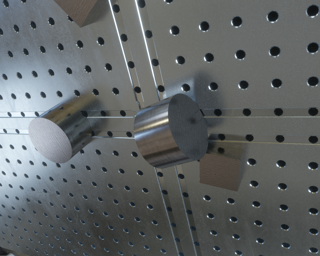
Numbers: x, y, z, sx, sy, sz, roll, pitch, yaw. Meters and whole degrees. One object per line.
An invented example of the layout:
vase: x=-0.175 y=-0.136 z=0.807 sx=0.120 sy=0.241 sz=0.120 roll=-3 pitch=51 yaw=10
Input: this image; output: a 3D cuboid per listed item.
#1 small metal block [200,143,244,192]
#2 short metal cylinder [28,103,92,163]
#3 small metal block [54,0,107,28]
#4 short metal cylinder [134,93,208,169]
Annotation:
small metal block: x=0.079 y=0.050 z=0.400 sx=0.050 sy=0.025 sz=0.050 roll=10 pitch=123 yaw=23
short metal cylinder: x=-0.154 y=0.008 z=0.481 sx=0.080 sy=0.050 sz=0.079 roll=13 pitch=124 yaw=21
small metal block: x=-0.093 y=-0.157 z=0.363 sx=0.050 sy=0.025 sz=0.050 roll=46 pitch=129 yaw=-4
short metal cylinder: x=0.015 y=0.005 z=0.371 sx=0.050 sy=0.080 sz=0.080 roll=-19 pitch=108 yaw=35
